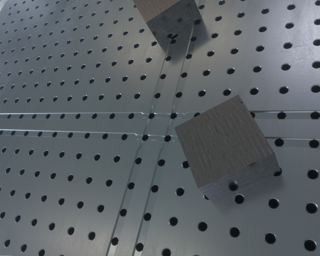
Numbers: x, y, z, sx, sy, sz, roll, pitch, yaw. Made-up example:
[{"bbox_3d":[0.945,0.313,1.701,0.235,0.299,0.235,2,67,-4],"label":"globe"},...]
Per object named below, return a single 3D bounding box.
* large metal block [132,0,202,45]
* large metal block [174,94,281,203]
[{"bbox_3d":[0.010,-0.197,0.509,0.080,0.050,0.080,-31,52,8],"label":"large metal block"},{"bbox_3d":[0.072,0.023,0.341,0.080,0.050,0.080,-28,52,11],"label":"large metal block"}]
